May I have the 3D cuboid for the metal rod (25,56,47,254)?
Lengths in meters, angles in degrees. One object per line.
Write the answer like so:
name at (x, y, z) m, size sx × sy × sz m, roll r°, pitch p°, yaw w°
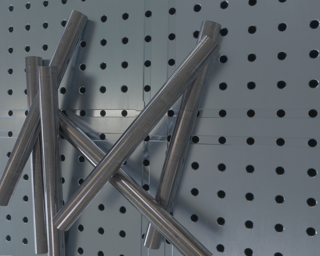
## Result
metal rod at (-0.187, 0.040, 0.479) m, size 0.025 × 0.025 × 0.298 m, roll -4°, pitch 89°, yaw 20°

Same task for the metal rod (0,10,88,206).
metal rod at (-0.175, -0.029, 0.454) m, size 0.025 × 0.025 × 0.299 m, roll 23°, pitch 90°, yaw 18°

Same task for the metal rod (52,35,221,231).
metal rod at (-0.034, 0.012, 0.385) m, size 0.025 × 0.025 × 0.299 m, roll 42°, pitch 98°, yaw 15°

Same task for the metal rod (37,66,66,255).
metal rod at (-0.155, 0.063, 0.447) m, size 0.025 × 0.025 × 0.298 m, roll 3°, pitch 99°, yaw 20°

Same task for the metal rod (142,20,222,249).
metal rod at (0.027, 0.013, 0.403) m, size 0.025 × 0.025 × 0.298 m, roll 17°, pitch 96°, yaw 19°

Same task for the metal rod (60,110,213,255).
metal rod at (-0.054, 0.067, 0.413) m, size 0.300 × 0.025 × 0.025 m, roll 39°, pitch 103°, yaw 23°
